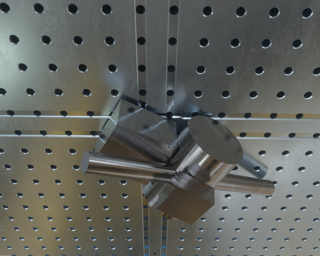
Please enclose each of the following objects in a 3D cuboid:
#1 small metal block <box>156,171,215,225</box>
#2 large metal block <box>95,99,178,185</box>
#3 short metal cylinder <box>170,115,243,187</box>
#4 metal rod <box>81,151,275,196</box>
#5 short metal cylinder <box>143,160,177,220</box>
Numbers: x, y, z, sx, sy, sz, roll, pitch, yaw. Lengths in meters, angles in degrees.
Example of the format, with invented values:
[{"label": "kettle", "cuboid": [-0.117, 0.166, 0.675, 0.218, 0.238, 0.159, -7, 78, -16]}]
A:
[{"label": "small metal block", "cuboid": [0.031, 0.086, 0.377, 0.050, 0.025, 0.050, 28, 125, -12]}, {"label": "large metal block", "cuboid": [-0.033, 0.021, 0.405, 0.080, 0.050, 0.080, 23, 126, -19]}, {"label": "short metal cylinder", "cuboid": [0.058, 0.030, 0.397, 0.080, 0.080, 0.050, 22, 127, -18]}, {"label": "metal rod", "cuboid": [0.045, 0.066, 0.412, 0.302, 0.025, 0.025, 13, 131, -31]}, {"label": "short metal cylinder", "cuboid": [0.023, 0.082, 0.441, 0.080, 0.080, 0.050, 24, 126, -19]}]
